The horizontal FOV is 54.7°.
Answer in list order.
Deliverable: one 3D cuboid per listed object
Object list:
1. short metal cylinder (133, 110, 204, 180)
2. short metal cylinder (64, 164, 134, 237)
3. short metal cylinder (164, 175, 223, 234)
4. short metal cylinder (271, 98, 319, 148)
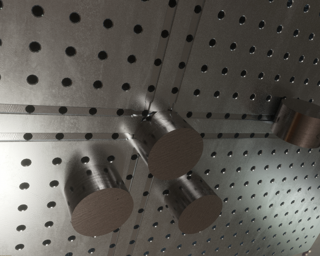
[{"bbox_3d":[0.011,0.023,0.417,0.081,0.050,0.079,-14,125,-21],"label":"short metal cylinder"},{"bbox_3d":[-0.082,0.096,0.411,0.081,0.050,0.079,-14,125,-21],"label":"short metal cylinder"},{"bbox_3d":[0.054,0.124,0.504,0.081,0.050,0.079,-14,124,-21],"label":"short metal cylinder"},{"bbox_3d":[0.226,-0.009,0.497,0.081,0.080,0.050,-2,120,-28],"label":"short metal cylinder"}]
